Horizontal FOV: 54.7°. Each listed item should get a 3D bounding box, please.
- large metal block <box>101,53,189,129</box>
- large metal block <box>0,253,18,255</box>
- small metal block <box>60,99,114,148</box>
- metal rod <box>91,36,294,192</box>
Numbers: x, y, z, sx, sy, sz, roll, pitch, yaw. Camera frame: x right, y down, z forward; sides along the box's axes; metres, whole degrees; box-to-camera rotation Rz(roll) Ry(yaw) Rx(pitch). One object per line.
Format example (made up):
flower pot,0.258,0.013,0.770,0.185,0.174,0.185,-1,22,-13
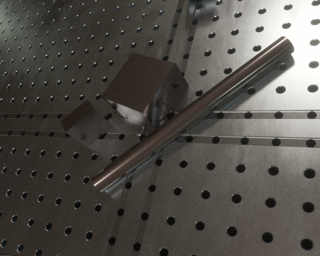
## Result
large metal block,-0.020,-0.052,0.433,0.080,0.050,0.080,23,74,36
large metal block,-0.194,0.191,0.355,0.050,0.080,0.080,-15,56,19
small metal block,-0.105,-0.006,0.449,0.050,0.050,0.025,-39,51,1
metal rod,0.039,-0.016,0.396,0.300,0.025,0.025,-36,51,3
